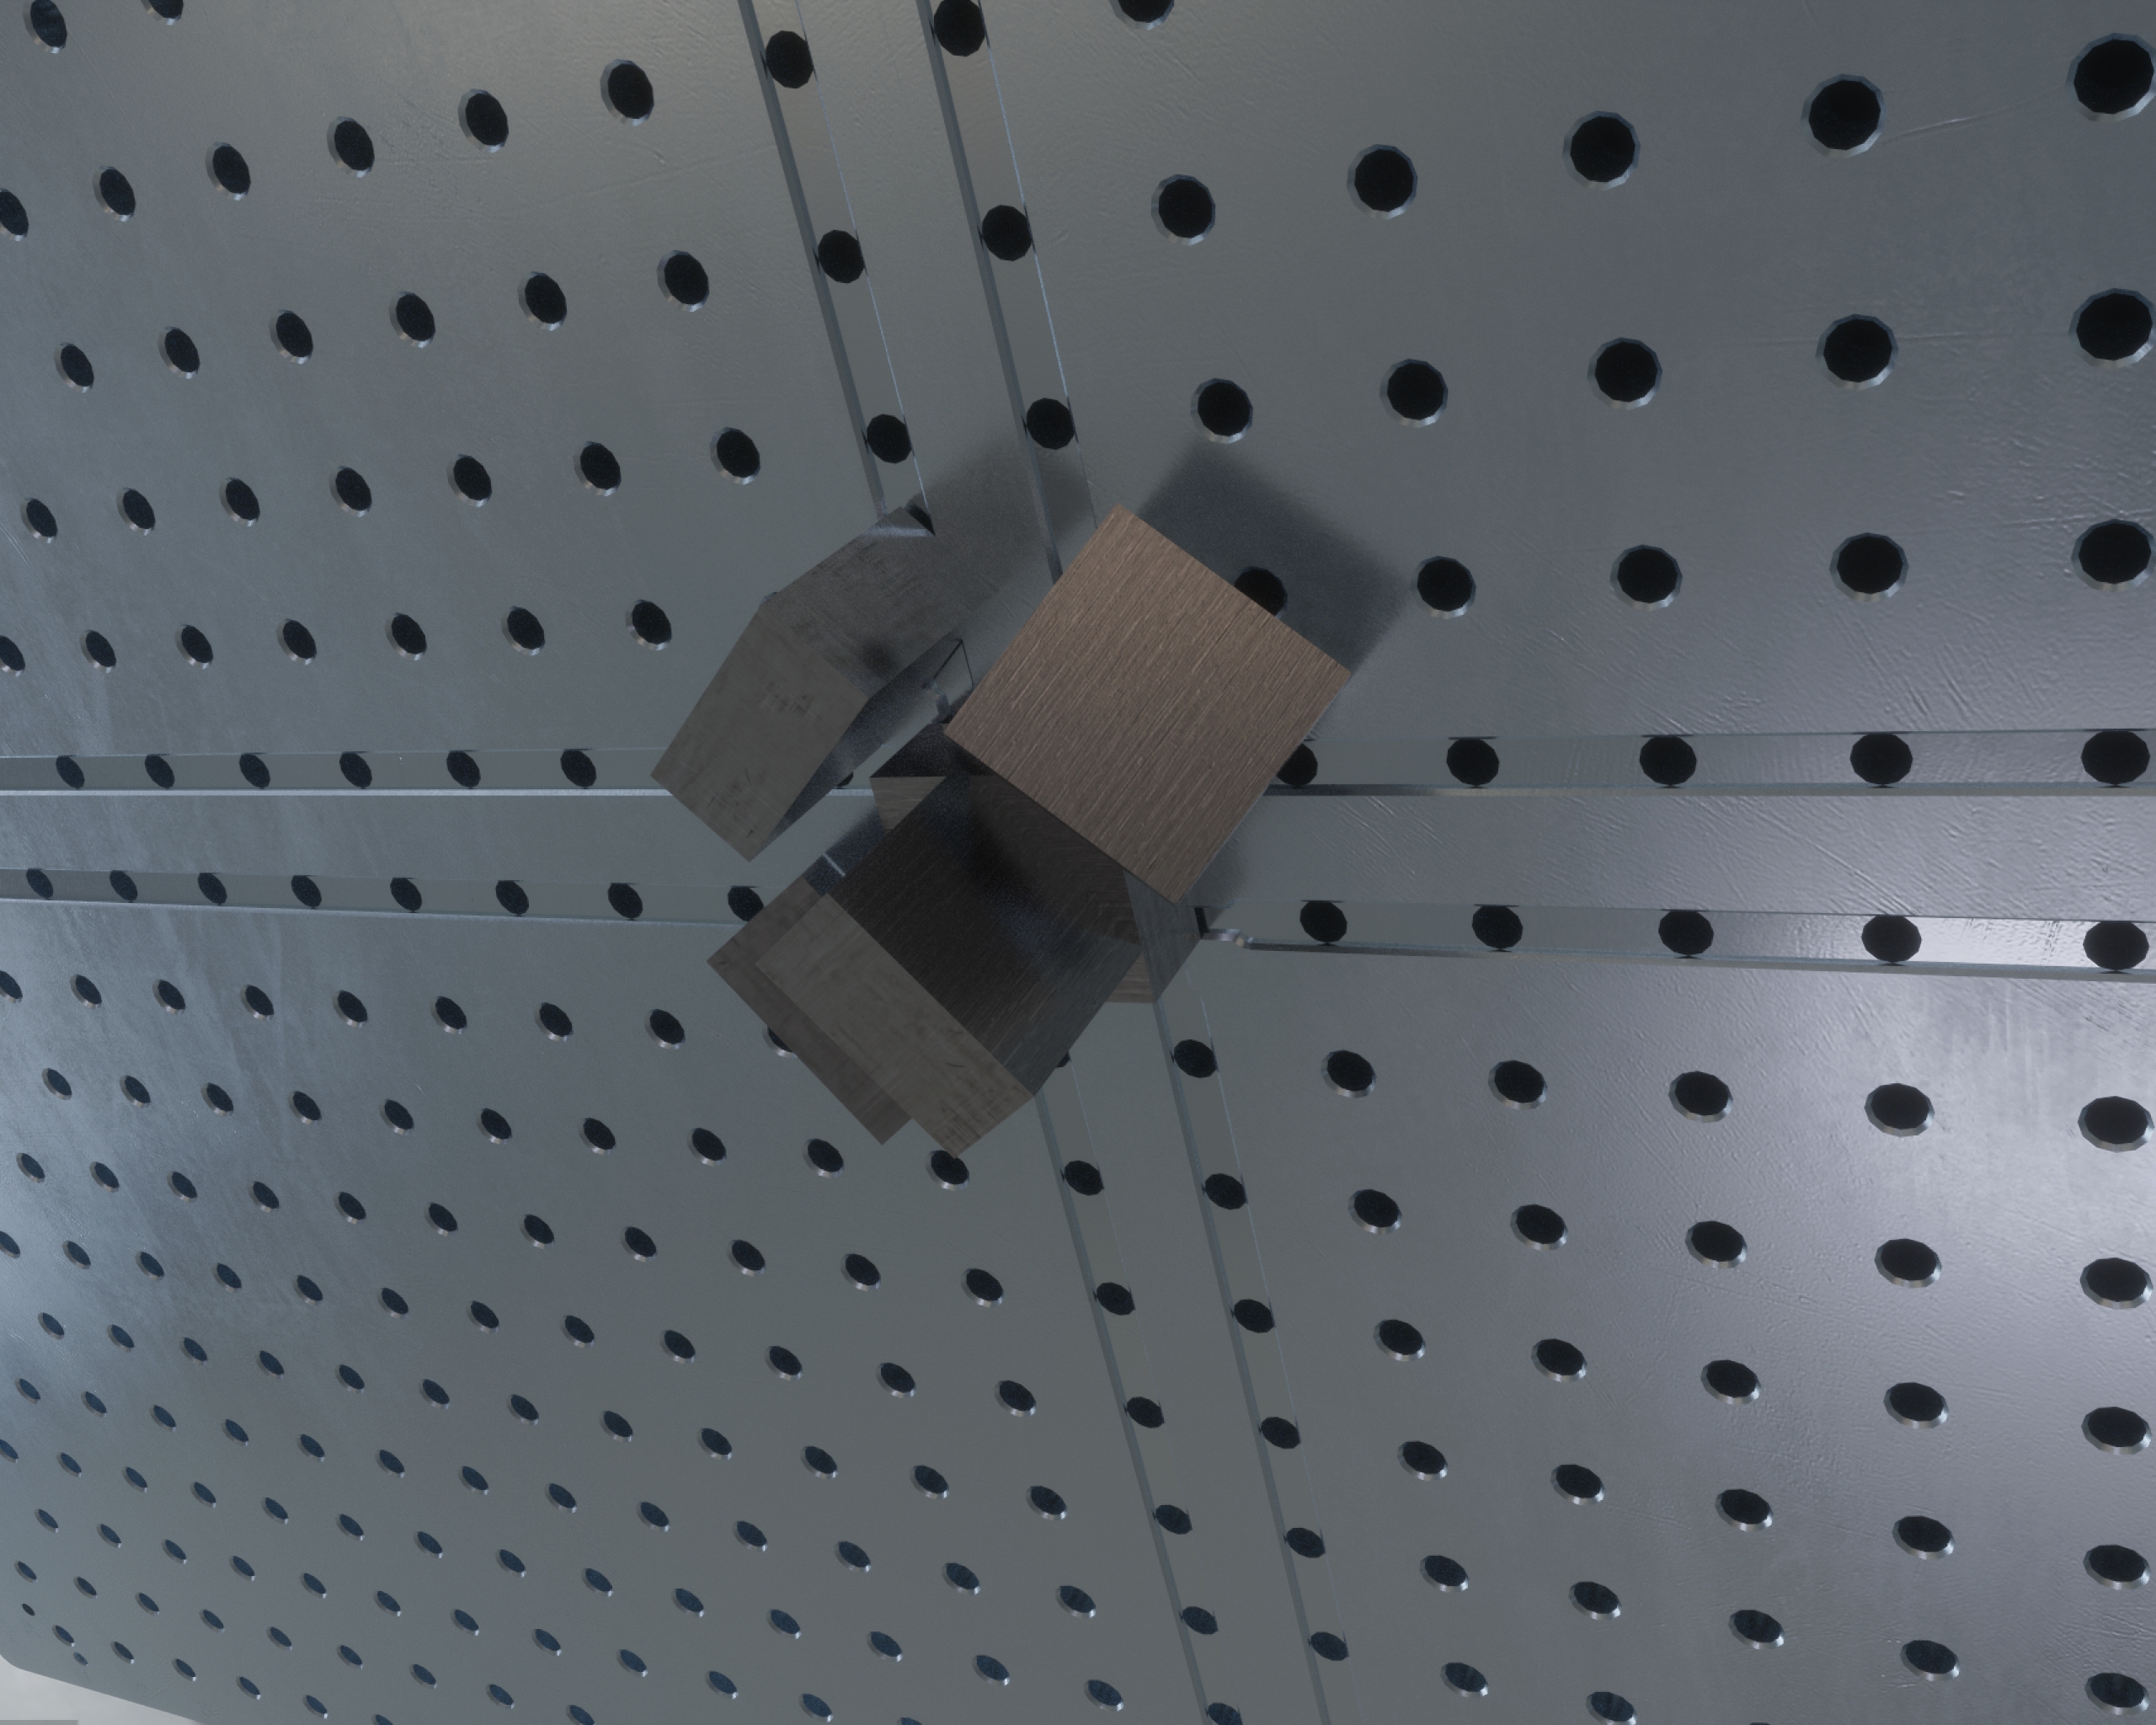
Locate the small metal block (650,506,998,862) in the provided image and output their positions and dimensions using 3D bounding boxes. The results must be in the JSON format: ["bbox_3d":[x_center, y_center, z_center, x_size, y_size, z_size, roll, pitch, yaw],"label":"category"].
[{"bbox_3d":[-0.048,-0.034,0.400,0.025,0.050,0.050,42,129,0],"label":"small metal block"}]

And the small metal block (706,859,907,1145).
[{"bbox_3d":[-0.047,0.027,0.433,0.025,0.050,0.050,-43,95,2],"label":"small metal block"}]

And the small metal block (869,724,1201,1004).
[{"bbox_3d":[-0.008,0.000,0.415,0.050,0.025,0.050,0,118,27],"label":"small metal block"}]

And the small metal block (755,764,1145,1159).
[{"bbox_3d":[-0.022,0.017,0.386,0.050,0.050,0.025,45,128,-4],"label":"small metal block"}]

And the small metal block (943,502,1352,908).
[{"bbox_3d":[0.012,-0.027,0.371,0.050,0.025,0.050,37,89,4],"label":"small metal block"}]
